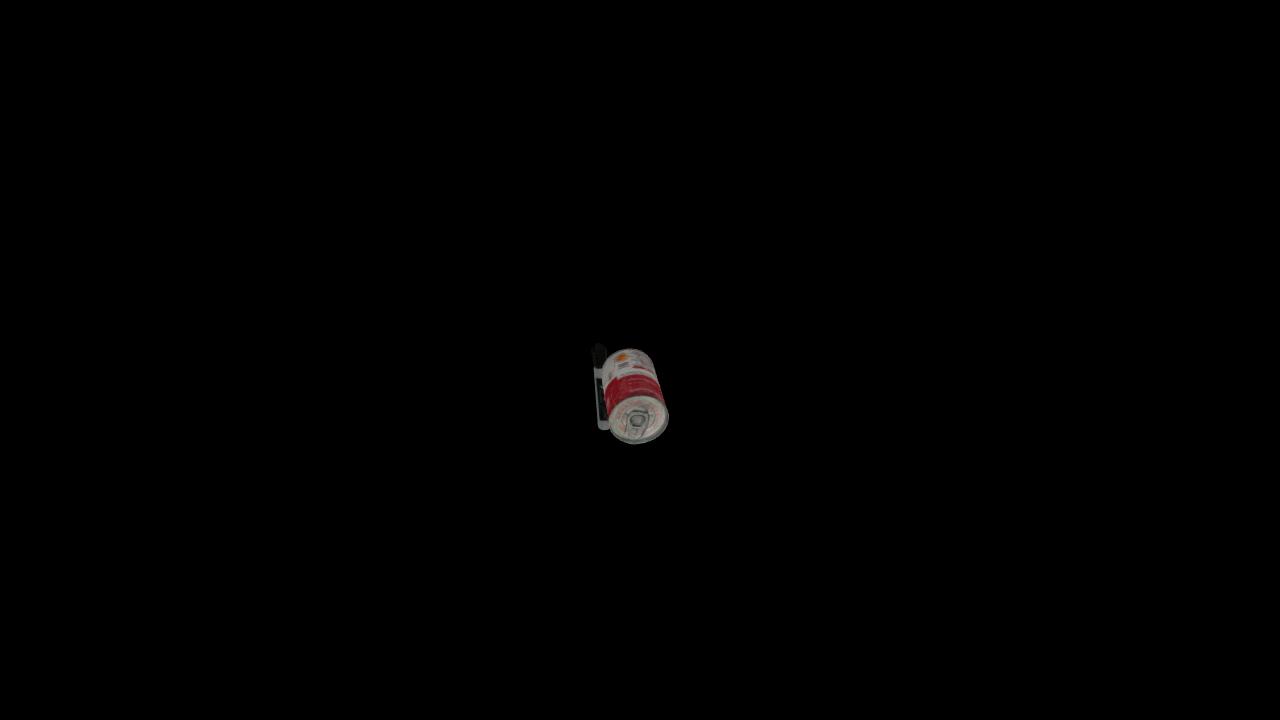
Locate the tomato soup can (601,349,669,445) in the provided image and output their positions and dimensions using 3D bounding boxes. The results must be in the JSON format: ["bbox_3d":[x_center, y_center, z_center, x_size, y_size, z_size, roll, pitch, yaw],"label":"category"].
[{"bbox_3d":[-0.008,0.039,0.711,0.068,0.068,0.101,0,33,-10],"label":"tomato soup can"}]

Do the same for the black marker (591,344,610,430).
[{"bbox_3d":[-0.047,0.034,0.763,0.020,0.121,0.020,-2,31,1],"label":"black marker"}]
